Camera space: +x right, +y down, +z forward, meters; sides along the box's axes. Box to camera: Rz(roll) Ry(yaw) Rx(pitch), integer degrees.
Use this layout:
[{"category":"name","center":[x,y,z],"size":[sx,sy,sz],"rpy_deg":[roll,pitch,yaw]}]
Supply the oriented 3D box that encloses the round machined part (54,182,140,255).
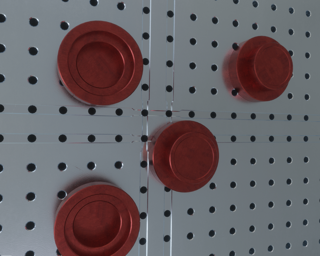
[{"category":"round machined part","center":[-0.077,0.114,0.375],"size":[0.099,0.042,0.097],"rpy_deg":[0,90,-20]}]

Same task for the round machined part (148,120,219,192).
[{"category":"round machined part","center":[0.037,0.038,0.417],"size":[0.099,0.042,0.097],"rpy_deg":[0,90,-20]}]

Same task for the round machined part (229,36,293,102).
[{"category":"round machined part","center":[0.156,-0.088,0.460],"size":[0.099,0.042,0.097],"rpy_deg":[0,90,-20]}]

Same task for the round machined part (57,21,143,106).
[{"category":"round machined part","center":[-0.073,-0.075,0.376],"size":[0.099,0.042,0.097],"rpy_deg":[0,90,-20]}]
